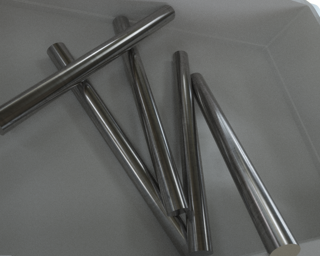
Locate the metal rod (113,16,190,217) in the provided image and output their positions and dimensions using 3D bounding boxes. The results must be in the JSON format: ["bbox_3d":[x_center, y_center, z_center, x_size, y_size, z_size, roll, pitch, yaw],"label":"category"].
[{"bbox_3d":[-0.020,-0.036,0.399,0.025,0.025,0.299,0,57,-28],"label":"metal rod"}]

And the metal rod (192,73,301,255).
[{"bbox_3d":[0.077,0.012,0.363,0.025,0.025,0.300,15,31,-20],"label":"metal rod"}]

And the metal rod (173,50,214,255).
[{"bbox_3d":[0.037,0.007,0.403,0.025,0.025,0.300,14,51,-21],"label":"metal rod"}]

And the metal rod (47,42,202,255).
[{"bbox_3d":[-0.047,0.019,0.367,0.025,0.025,0.299,-27,77,-37],"label":"metal rod"}]

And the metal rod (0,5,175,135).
[{"bbox_3d":[-0.073,-0.089,0.385,0.025,0.025,0.301,44,54,1],"label":"metal rod"}]
